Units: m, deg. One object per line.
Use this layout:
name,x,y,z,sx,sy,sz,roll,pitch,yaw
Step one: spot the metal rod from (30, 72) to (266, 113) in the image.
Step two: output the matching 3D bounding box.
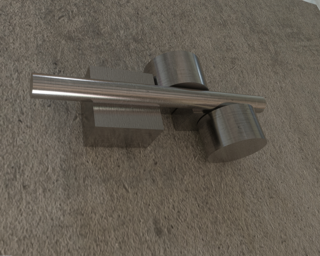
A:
metal rod,0.009,-0.037,0.369,0.303,0.025,0.025,2,61,-29

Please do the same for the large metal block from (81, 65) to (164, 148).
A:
large metal block,-0.049,-0.023,0.374,0.081,0.050,0.080,3,60,-27

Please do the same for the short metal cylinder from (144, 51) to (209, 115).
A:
short metal cylinder,0.022,-0.059,0.420,0.081,0.080,0.050,2,61,-28

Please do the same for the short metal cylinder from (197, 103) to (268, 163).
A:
short metal cylinder,0.096,0.009,0.418,0.081,0.080,0.050,0,62,-29

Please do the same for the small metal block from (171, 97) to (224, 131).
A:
small metal block,0.051,-0.018,0.428,0.050,0.050,0.025,1,62,-28
